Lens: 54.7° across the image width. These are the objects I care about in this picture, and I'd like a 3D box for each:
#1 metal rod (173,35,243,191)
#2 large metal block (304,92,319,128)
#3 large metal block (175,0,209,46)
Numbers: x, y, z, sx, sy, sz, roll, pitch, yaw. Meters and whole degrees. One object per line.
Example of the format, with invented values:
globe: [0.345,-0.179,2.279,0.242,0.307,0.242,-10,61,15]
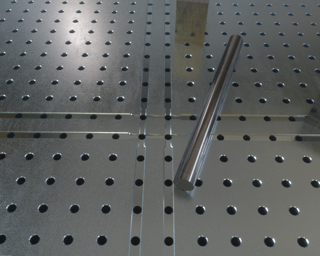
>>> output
metal rod: [0.079,-0.043,0.444,0.025,0.025,0.301,16,52,13]
large metal block: [0.258,-0.032,0.422,0.080,0.050,0.080,28,55,21]
large metal block: [0.058,-0.203,0.544,0.050,0.080,0.080,8,51,6]
